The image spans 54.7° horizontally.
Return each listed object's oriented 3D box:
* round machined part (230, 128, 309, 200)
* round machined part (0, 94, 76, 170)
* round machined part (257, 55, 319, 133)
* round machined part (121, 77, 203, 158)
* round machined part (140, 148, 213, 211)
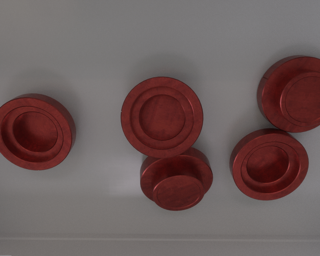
[{"bbox_3d":[0.143,0.045,0.420,0.099,0.042,0.097,0,110,0],"label":"round machined part"},{"bbox_3d":[-0.158,0.002,0.402,0.099,0.042,0.097,0,110,0],"label":"round machined part"},{"bbox_3d":[0.176,-0.040,0.387,0.099,0.042,0.097,0,108,-1],"label":"round machined part"},{"bbox_3d":[0.003,-0.013,0.388,0.099,0.042,0.097,0,93,3],"label":"round machined part"},{"bbox_3d":[0.023,0.074,0.416,0.099,0.042,0.097,-3,127,-3],"label":"round machined part"}]
